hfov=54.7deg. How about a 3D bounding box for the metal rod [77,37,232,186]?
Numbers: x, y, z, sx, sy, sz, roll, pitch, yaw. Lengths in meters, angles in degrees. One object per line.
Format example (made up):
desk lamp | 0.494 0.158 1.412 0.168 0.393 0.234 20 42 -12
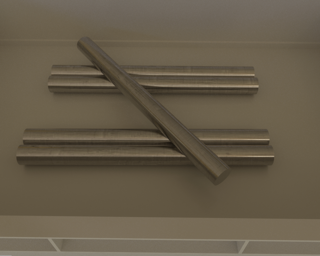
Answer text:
metal rod | -0.025 -0.039 0.404 0.025 0.025 0.300 -31 57 -23

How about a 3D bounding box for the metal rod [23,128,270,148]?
metal rod | -0.017 0.013 0.391 0.302 0.025 0.025 0 50 0

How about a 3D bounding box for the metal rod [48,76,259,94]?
metal rod | -0.010 -0.063 0.456 0.302 0.025 0.025 1 50 0

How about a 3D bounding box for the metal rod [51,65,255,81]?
metal rod | -0.010 -0.082 0.472 0.302 0.025 0.025 1 50 0

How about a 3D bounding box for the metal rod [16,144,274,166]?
metal rod | -0.017 0.033 0.375 0.302 0.025 0.025 0 50 0
